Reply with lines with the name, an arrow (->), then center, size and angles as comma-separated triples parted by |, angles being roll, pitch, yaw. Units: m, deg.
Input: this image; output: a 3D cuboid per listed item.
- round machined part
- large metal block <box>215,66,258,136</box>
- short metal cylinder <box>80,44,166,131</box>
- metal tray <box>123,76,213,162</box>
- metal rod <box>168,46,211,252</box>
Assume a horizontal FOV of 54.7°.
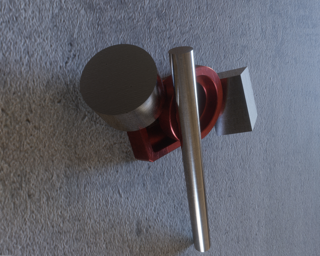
round machined part -> 0.033, -0.032, 0.393 | 0.099, 0.042, 0.097 | -19, 118, -39
large metal block -> 0.109, -0.042, 0.462 | 0.080, 0.050, 0.080 | -41, 118, -61
short metal cylinder -> -0.037, -0.042, 0.332 | 0.050, 0.080, 0.080 | 60, 46, -68
metal tray -> 0.013, -0.021, 0.416 | 0.131, 0.030, 0.089 | -26, 107, -37
metal rod -> 0.042, 0.048, 0.387 | 0.025, 0.025, 0.298 | -34, 128, -35
